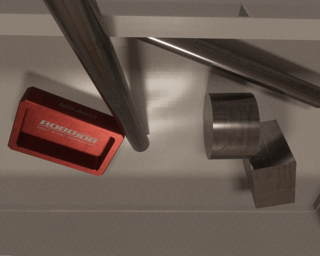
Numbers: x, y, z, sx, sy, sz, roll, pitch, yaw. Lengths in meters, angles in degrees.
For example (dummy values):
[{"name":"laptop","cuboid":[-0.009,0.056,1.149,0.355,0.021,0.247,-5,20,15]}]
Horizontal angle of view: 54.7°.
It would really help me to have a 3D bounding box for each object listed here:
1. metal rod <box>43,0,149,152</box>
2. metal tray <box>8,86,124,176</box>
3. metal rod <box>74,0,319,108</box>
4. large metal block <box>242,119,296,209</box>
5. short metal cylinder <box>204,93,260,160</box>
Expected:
[{"name":"metal rod","cuboid":[-0.038,-0.026,0.289,0.025,0.025,0.299,-4,161,3]},{"name":"metal tray","cuboid":[-0.122,0.009,0.411,0.131,0.030,0.089,21,127,-18]},{"name":"metal rod","cuboid":[0.059,-0.079,0.342,0.302,0.025,0.025,17,128,-15]},{"name":"large metal block","cuboid":[0.143,0.048,0.416,0.050,0.080,0.080,-11,129,9]},{"name":"short metal cylinder","cuboid":[0.083,-0.002,0.372,0.050,0.080,0.079,-1,130,0]}]
